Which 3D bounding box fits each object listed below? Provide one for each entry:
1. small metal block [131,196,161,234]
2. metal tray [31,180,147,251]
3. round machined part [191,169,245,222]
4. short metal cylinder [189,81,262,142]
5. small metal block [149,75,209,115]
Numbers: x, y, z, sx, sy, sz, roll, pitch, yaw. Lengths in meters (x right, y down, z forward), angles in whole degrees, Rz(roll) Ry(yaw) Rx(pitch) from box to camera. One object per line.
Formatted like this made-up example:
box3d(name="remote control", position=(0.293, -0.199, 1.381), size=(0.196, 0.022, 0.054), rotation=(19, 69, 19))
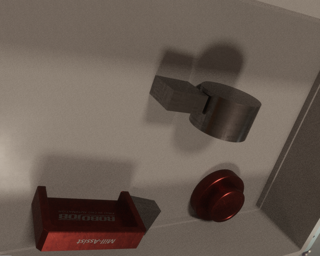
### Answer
box3d(name="small metal block", position=(-0.035, 0.135, 0.475), size=(0.050, 0.025, 0.050), rotation=(22, 106, -37))
box3d(name="metal tray", position=(-0.093, 0.112, 0.403), size=(0.131, 0.090, 0.030), rotation=(12, 114, -32))
box3d(name="round machined part", position=(0.106, 0.123, 0.534), size=(0.099, 0.042, 0.097), rotation=(-14, 125, -21))
box3d(name="short metal cylinder", position=(0.085, -0.023, 0.407), size=(0.081, 0.080, 0.050), rotation=(4, 117, -31))
box3d(name="small metal block", position=(0.022, -0.041, 0.381), size=(0.050, 0.050, 0.025), rotation=(5, 116, -31))
